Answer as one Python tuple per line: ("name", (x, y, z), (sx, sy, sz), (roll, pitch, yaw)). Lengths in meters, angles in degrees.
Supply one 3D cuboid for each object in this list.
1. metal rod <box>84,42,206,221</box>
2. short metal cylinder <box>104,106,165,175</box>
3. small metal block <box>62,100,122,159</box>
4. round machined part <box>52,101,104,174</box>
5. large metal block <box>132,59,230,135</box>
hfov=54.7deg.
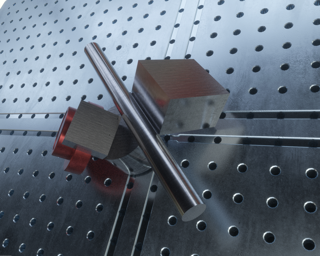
("metal rod", (-0.035, -0.021, 0.370), (0.025, 0.025, 0.300), (-37, 51, 3))
("short metal cylinder", (-0.040, 0.014, 0.399), (0.080, 0.050, 0.080), (-13, 56, 21))
("small metal block", (-0.079, 0.003, 0.360), (0.025, 0.050, 0.050), (-34, 35, 61))
("round machined part", (-0.113, 0.010, 0.413), (0.097, 0.042, 0.098), (-52, 27, 40))
("large metal block", (0.021, -0.041, 0.373), (0.081, 0.050, 0.080), (-8, 44, -30))
